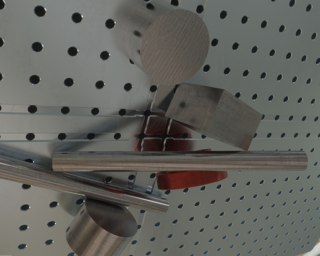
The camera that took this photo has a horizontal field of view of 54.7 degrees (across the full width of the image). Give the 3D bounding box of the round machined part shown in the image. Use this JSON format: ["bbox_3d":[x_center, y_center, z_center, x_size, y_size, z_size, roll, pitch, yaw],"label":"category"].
[{"bbox_3d":[0.042,0.055,0.434,0.099,0.098,0.042,-9,86,-24],"label":"round machined part"}]

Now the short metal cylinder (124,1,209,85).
[{"bbox_3d":[0.006,-0.093,0.341,0.081,0.050,0.079,-14,124,-21],"label":"short metal cylinder"}]

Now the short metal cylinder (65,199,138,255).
[{"bbox_3d":[-0.078,0.135,0.417,0.080,0.080,0.050,26,104,-37],"label":"short metal cylinder"}]

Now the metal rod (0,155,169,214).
[{"bbox_3d":[-0.105,0.074,0.399,0.302,0.025,0.025,24,105,-37],"label":"metal rod"}]

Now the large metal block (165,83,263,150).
[{"bbox_3d":[0.068,-0.016,0.396,0.080,0.080,0.050,25,89,-37],"label":"large metal block"}]

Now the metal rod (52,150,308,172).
[{"bbox_3d":[0.026,0.040,0.377,0.302,0.025,0.025,0,121,-2],"label":"metal rod"}]
